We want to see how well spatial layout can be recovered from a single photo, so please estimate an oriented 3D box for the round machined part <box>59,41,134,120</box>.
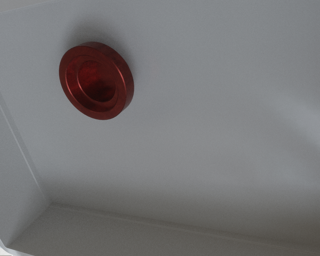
[{"bbox_3d":[-0.076,-0.063,0.397,0.098,0.042,0.097,13,124,20],"label":"round machined part"}]
